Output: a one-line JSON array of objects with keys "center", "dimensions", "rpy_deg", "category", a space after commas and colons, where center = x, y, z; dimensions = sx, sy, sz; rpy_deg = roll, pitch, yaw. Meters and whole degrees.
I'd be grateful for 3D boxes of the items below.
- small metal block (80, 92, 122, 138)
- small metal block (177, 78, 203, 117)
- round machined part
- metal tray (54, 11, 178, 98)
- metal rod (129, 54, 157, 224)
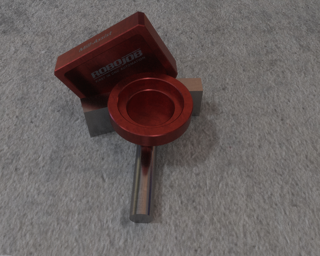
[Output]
[{"center": [-0.072, -0.018, 0.402], "dimensions": [0.050, 0.050, 0.025], "rpy_deg": [-15, 52, -13], "category": "small metal block"}, {"center": [0.030, -0.041, 0.423], "dimensions": [0.050, 0.050, 0.025], "rpy_deg": [-1, 50, -2], "category": "small metal block"}, {"center": [-0.011, -0.018, 0.373], "dimensions": [0.099, 0.042, 0.098], "rpy_deg": [2, 53, -2], "category": "round machined part"}, {"center": [-0.055, -0.078, 0.397], "dimensions": [0.130, 0.090, 0.030], "rpy_deg": [-23, 46, 19], "category": "metal tray"}, {"center": [-0.014, -0.019, 0.421], "dimensions": [0.025, 0.025, 0.300], "rpy_deg": [2, 50, 1], "category": "metal rod"}]
